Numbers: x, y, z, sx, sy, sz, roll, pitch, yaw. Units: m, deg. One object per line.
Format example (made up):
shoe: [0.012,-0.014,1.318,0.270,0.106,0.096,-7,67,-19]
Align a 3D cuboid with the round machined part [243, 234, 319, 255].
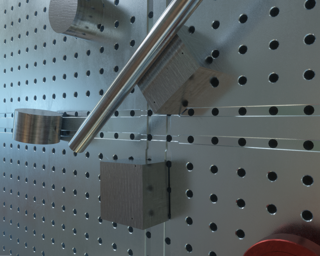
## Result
round machined part: [0.128,0.149,0.293,0.098,0.042,0.097,0,90,40]

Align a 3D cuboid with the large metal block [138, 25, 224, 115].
large metal block: [0.015,-0.073,0.380,0.080,0.050,0.080,-45,63,31]

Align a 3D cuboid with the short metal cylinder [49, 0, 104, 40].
short metal cylinder: [-0.138,-0.190,0.507,0.080,0.050,0.080,0,90,40]

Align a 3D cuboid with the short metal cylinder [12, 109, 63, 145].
short metal cylinder: [-0.218,-0.004,0.554,0.080,0.081,0.050,15,100,39]

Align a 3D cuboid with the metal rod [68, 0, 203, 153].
metal rod: [-0.030,-0.069,0.369,0.299,0.025,0.025,-47,62,30]

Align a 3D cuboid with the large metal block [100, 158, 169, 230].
large metal block: [-0.036,0.085,0.423,0.080,0.050,0.080,-1,89,40]
